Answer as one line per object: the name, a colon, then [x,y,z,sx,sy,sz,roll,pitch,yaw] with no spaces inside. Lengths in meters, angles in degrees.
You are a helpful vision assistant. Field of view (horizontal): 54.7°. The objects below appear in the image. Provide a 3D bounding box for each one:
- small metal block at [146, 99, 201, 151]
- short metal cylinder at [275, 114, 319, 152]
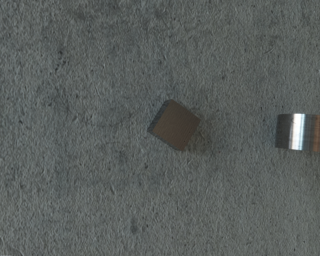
small metal block: [0.019,-0.004,0.416,0.050,0.025,0.050,34,79,-17]
short metal cylinder: [0.215,0.008,0.460,0.081,0.080,0.050,6,88,-20]
